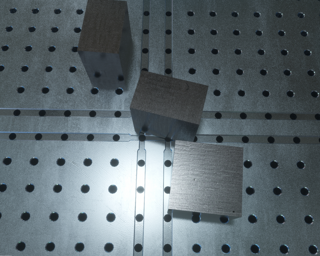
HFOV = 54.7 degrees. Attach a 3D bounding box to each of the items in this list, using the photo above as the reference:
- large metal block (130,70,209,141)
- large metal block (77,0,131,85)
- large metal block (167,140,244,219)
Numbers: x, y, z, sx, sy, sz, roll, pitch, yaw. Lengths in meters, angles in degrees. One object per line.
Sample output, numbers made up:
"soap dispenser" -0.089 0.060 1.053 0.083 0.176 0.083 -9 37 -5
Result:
"large metal block" 0.011 -0.023 0.391 0.080 0.080 0.050 14 71 5
"large metal block" -0.072 -0.115 0.424 0.050 0.080 0.080 5 70 1
"large metal block" 0.054 0.064 0.376 0.080 0.050 0.080 6 70 2
